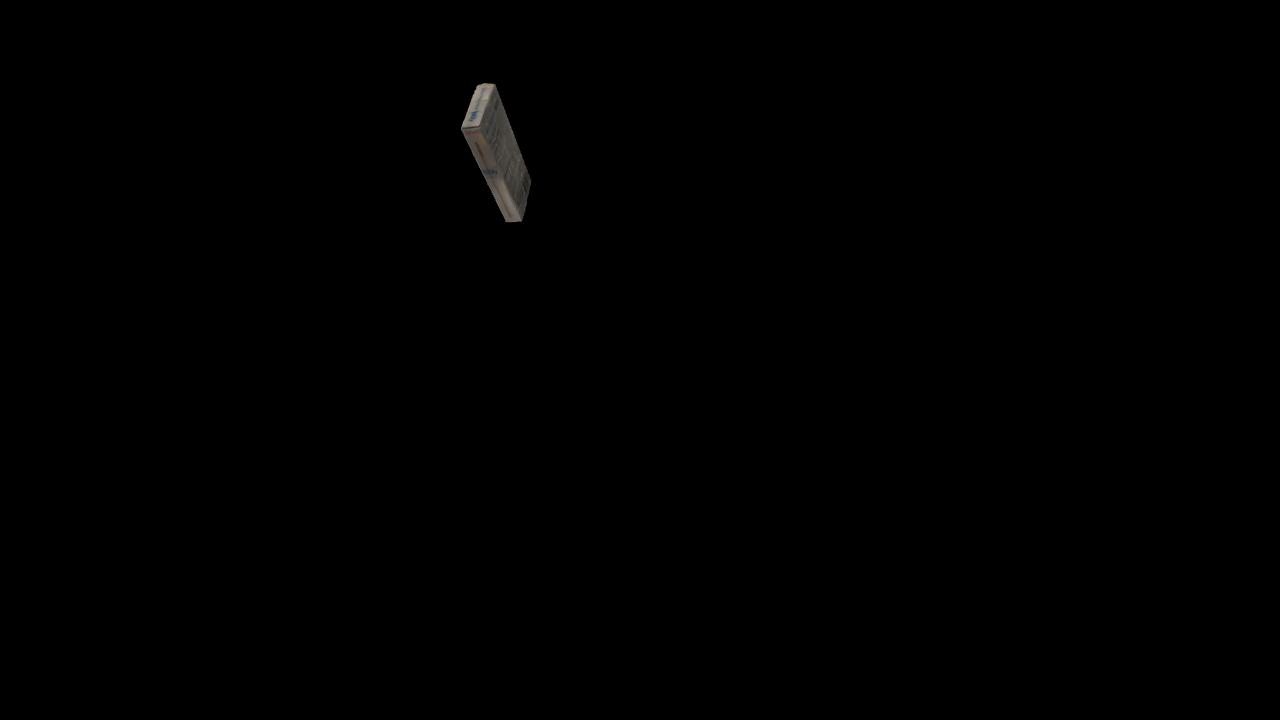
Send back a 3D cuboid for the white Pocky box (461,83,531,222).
[{"bbox_3d":[-0.178,-0.259,0.786,0.028,0.084,0.154,-1,-32,10],"label":"white Pocky box"}]
